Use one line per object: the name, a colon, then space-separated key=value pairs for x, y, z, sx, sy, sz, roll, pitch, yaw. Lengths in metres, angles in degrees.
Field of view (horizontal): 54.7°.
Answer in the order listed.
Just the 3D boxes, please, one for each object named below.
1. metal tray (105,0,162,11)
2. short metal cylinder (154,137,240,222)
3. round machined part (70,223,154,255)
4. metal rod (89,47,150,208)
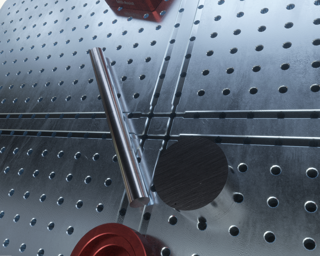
metal tray: x=-0.042 y=-0.274 z=0.595 sx=0.130 sy=0.030 sz=0.090 roll=23 pitch=74 yaw=36
short metal cylinder: x=0.040 y=0.056 z=0.336 sx=0.080 sy=0.050 sz=0.080 roll=-13 pitch=56 yaw=21
round machined part: x=-0.048 y=0.155 z=0.328 sx=0.098 sy=0.042 sz=0.098 roll=-13 pitch=56 yaw=21
metal rod: x=-0.068 y=-0.022 z=0.457 sx=0.025 sy=0.025 sz=0.299 roll=-29 pitch=52 yaw=10
